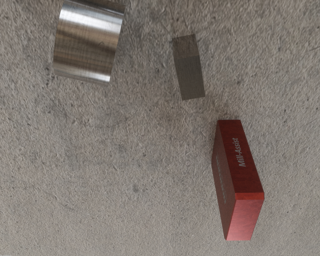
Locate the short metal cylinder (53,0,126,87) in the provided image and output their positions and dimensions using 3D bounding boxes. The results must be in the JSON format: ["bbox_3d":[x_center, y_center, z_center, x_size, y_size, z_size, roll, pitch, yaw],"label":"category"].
[{"bbox_3d":[-0.067,-0.084,0.298,0.050,0.080,0.079,12,129,-11],"label":"short metal cylinder"}]

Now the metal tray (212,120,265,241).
[{"bbox_3d":[0.092,0.062,0.392,0.030,0.130,0.089,-1,130,0],"label":"metal tray"}]

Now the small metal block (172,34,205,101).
[{"bbox_3d":[0.031,-0.066,0.335,0.025,0.050,0.050,-9,130,7],"label":"small metal block"}]
